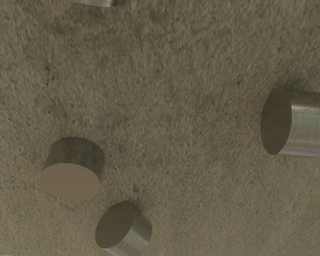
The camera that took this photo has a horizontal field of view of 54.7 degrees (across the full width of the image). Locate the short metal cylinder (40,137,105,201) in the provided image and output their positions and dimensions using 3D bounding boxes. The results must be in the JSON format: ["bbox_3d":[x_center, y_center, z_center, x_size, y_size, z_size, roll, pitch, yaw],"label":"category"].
[{"bbox_3d":[-0.121,0.059,0.439,0.081,0.050,0.079,0,130,0],"label":"short metal cylinder"}]

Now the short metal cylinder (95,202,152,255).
[{"bbox_3d":[-0.061,0.172,0.517,0.080,0.080,0.050,-27,125,21],"label":"short metal cylinder"}]

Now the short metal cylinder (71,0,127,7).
[{"bbox_3d":[-0.060,-0.141,0.251,0.081,0.080,0.050,13,129,-12],"label":"short metal cylinder"}]

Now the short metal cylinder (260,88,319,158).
[{"bbox_3d":[0.161,-0.006,0.369,0.050,0.080,0.079,5,130,-5],"label":"short metal cylinder"}]
